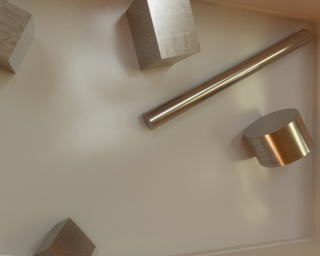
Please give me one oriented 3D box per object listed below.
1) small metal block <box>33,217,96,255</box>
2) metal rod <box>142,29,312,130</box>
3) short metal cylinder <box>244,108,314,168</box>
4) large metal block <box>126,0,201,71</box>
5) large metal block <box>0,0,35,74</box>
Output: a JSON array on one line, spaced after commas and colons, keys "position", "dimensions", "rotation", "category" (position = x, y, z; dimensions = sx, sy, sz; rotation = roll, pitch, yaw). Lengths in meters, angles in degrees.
[{"position": [-0.108, 0.141, 0.356], "dimensions": [0.025, 0.050, 0.050], "rotation": [-31, 104, 22], "category": "small metal block"}, {"position": [0.109, -0.078, 0.452], "dimensions": [0.302, 0.025, 0.025], "rotation": [-29, 100, -18], "category": "metal rod"}, {"position": [0.170, 0.013, 0.446], "dimensions": [0.080, 0.080, 0.050], "rotation": [-33, 101, -17], "category": "short metal cylinder"}, {"position": [0.001, -0.121, 0.382], "dimensions": [0.050, 0.080, 0.080], "rotation": [-16, 96, -20], "category": "large metal block"}, {"position": [-0.179, -0.102, 0.315], "dimensions": [0.080, 0.080, 0.050], "rotation": [26, 82, -19], "category": "large metal block"}]
